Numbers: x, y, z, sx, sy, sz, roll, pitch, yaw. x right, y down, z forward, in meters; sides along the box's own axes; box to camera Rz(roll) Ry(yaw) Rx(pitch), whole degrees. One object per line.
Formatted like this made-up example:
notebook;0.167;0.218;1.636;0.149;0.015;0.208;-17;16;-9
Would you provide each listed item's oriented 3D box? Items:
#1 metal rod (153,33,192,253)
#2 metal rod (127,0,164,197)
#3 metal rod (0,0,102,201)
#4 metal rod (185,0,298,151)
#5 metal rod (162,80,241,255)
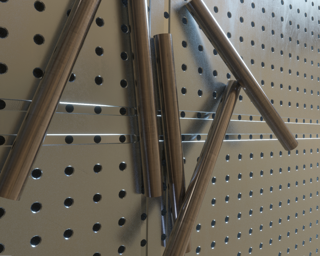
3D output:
metal rod;0.018;0.024;0.426;0.025;0.025;0.298;-10;96;-40
metal rod;-0.020;-0.061;0.393;0.025;0.025;0.298;-8;96;-40
metal rod;-0.100;-0.074;0.325;0.025;0.025;0.299;28;72;-37
metal rod;0.138;-0.078;0.496;0.300;0.025;0.025;50;60;-18
metal rod;0.068;0.048;0.444;0.025;0.025;0.300;45;56;-31
